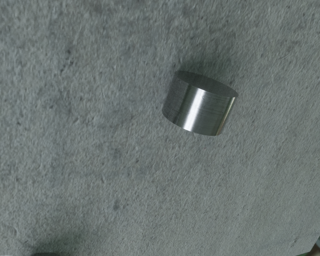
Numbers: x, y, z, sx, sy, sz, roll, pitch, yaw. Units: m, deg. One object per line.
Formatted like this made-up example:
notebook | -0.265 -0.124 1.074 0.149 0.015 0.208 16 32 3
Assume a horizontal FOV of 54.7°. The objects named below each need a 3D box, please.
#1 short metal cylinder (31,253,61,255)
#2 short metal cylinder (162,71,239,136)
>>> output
short metal cylinder | -0.159 0.219 0.421 0.081 0.080 0.050 14 111 -34
short metal cylinder | 0.048 -0.032 0.380 0.081 0.080 0.050 5 116 -31
